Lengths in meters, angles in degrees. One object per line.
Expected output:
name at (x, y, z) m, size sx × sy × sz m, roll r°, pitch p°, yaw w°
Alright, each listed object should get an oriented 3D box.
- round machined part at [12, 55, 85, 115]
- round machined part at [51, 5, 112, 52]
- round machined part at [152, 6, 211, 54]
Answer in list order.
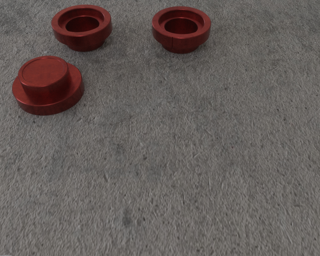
round machined part at (-0.163, -0.068, 0.448) m, size 0.099 × 0.042 × 0.098 m, roll 0°, pitch 50°, yaw 0°
round machined part at (-0.131, -0.168, 0.532) m, size 0.099 × 0.042 × 0.098 m, roll 0°, pitch 50°, yaw 0°
round machined part at (0.036, -0.164, 0.530) m, size 0.099 × 0.042 × 0.098 m, roll 0°, pitch 50°, yaw 0°
